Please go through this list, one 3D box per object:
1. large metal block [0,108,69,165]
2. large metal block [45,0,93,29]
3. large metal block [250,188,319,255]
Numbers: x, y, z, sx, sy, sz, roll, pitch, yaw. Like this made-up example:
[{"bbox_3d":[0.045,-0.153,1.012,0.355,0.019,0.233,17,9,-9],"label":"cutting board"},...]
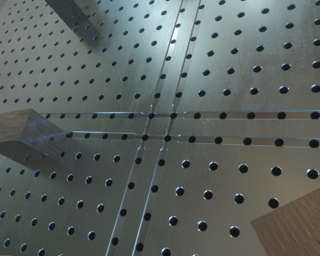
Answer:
[{"bbox_3d":[-0.203,0.016,0.471,0.080,0.080,0.050,-5,59,25],"label":"large metal block"},{"bbox_3d":[-0.184,-0.269,0.636,0.050,0.080,0.080,-14,56,21],"label":"large metal block"},{"bbox_3d":[0.135,0.103,0.258,0.080,0.050,0.080,-30,52,9],"label":"large metal block"}]
